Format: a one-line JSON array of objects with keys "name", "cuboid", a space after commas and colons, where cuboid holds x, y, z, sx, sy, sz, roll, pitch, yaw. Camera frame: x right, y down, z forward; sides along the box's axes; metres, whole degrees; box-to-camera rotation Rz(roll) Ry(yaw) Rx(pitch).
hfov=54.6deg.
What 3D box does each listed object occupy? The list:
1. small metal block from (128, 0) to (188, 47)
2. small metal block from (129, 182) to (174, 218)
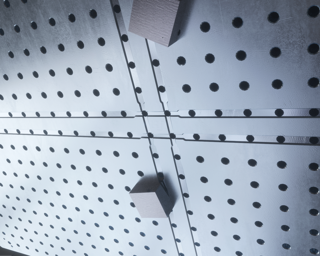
[{"name": "small metal block", "cuboid": [-0.003, -0.123, 0.337, 0.050, 0.025, 0.050, 26, 128, 12]}, {"name": "small metal block", "cuboid": [-0.013, 0.114, 0.490, 0.050, 0.025, 0.050, -10, 113, 32]}]
